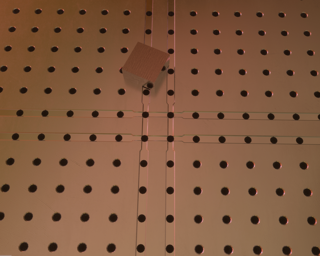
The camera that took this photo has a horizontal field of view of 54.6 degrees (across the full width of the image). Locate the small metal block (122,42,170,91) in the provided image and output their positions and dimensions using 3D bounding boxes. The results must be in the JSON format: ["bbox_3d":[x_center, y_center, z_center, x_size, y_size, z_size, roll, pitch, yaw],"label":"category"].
[{"bbox_3d":[-0.019,-0.088,0.444,0.050,0.025,0.050,24,72,8],"label":"small metal block"}]
